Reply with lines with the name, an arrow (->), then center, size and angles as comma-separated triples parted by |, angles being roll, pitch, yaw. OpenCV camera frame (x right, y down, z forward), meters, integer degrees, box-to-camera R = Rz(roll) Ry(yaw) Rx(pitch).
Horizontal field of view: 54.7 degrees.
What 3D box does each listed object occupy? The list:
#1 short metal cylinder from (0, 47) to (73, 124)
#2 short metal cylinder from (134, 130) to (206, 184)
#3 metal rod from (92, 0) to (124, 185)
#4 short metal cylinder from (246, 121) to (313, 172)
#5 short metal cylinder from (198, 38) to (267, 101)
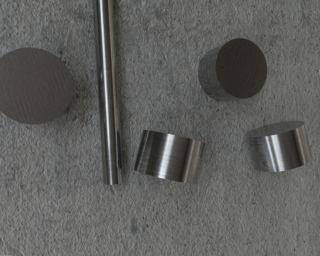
short metal cylinder -> -0.140, -0.044, 0.344 | 0.081, 0.050, 0.080 | 0, 90, -20
short metal cylinder -> 0.012, 0.035, 0.385 | 0.081, 0.080, 0.050 | 14, 86, -20
metal rod -> -0.066, -0.080, 0.384 | 0.025, 0.025, 0.298 | -4, 91, -20
short metal cylinder -> 0.169, 0.025, 0.443 | 0.081, 0.080, 0.050 | -18, 97, -19
short metal cylinder -> 0.100, -0.079, 0.433 | 0.081, 0.050, 0.080 | 0, 90, -20
